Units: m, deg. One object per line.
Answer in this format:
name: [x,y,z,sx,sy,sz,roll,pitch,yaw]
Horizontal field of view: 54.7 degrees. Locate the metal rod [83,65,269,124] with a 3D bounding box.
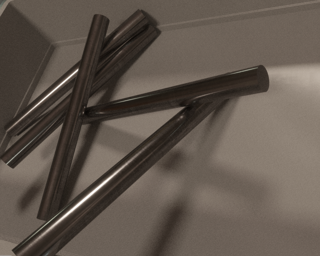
metal rod: [-0.016,-0.030,0.380,0.300,0.025,0.025,-7,57,42]

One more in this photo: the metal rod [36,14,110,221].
metal rod: [-0.119,-0.022,0.439,0.025,0.025,0.299,5,77,30]

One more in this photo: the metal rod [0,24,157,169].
metal rod: [-0.115,-0.056,0.473,0.025,0.025,0.301,32,71,37]

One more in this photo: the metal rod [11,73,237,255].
metal rod: [-0.007,0.021,0.316,0.025,0.025,0.302,23,49,36]

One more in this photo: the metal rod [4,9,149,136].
metal rod: [-0.142,-0.085,0.509,0.300,0.025,0.025,-38,51,10]
